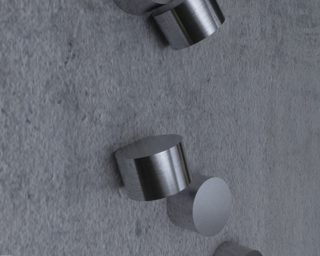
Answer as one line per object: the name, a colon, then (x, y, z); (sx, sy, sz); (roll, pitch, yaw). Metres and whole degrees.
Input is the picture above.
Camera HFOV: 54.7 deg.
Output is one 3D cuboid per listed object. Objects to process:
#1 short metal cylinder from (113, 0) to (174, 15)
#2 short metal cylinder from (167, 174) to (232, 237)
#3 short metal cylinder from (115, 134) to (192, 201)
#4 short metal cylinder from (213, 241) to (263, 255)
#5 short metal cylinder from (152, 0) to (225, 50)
short metal cylinder: (-0.020, -0.183, 0.373); (0.081, 0.050, 0.079); (0, 90, -40)
short metal cylinder: (0.056, 0.107, 0.438); (0.081, 0.050, 0.079); (0, 90, -40)
short metal cylinder: (-0.007, 0.044, 0.365); (0.081, 0.080, 0.050); (-24, 106, -38)
short metal cylinder: (0.124, 0.229, 0.496); (0.081, 0.050, 0.079); (0, 90, -40)
short metal cylinder: (0.037, -0.145, 0.402); (0.080, 0.080, 0.050); (-51, 120, -28)
